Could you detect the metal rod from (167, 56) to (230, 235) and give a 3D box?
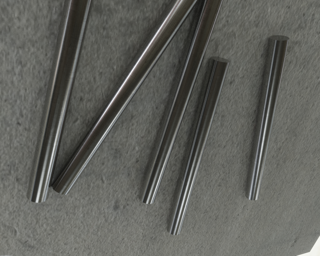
[{"bbox_3d":[0.051,0.043,0.462,0.025,0.025,0.298,-3,120,-27],"label":"metal rod"}]

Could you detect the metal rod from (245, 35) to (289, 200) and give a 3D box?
[{"bbox_3d":[0.168,0.002,0.502,0.025,0.025,0.298,-16,125,-20],"label":"metal rod"}]

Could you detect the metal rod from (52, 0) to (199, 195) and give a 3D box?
[{"bbox_3d":[-0.039,-0.045,0.358,0.025,0.025,0.299,27,103,-38],"label":"metal rod"}]

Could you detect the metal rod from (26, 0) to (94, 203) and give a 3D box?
[{"bbox_3d":[-0.102,-0.048,0.322,0.025,0.025,0.298,6,116,-31],"label":"metal rod"}]

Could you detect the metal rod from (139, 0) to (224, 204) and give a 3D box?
[{"bbox_3d":[0.021,-0.026,0.404,0.025,0.025,0.298,3,117,-30],"label":"metal rod"}]
